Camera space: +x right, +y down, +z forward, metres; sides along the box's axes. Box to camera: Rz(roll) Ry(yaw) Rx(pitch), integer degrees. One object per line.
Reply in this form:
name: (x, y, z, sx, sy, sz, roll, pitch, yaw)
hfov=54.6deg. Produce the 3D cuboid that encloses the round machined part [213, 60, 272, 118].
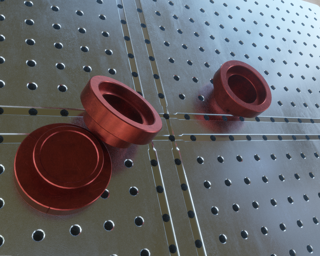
round machined part: (0.127, -0.058, 0.500, 0.099, 0.042, 0.098, 13, 56, -21)

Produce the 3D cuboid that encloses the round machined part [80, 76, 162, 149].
round machined part: (-0.049, -0.014, 0.361, 0.098, 0.042, 0.098, 33, 22, -15)

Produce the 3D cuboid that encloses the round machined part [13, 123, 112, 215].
round machined part: (-0.097, 0.037, 0.322, 0.099, 0.042, 0.098, 13, 56, -21)
